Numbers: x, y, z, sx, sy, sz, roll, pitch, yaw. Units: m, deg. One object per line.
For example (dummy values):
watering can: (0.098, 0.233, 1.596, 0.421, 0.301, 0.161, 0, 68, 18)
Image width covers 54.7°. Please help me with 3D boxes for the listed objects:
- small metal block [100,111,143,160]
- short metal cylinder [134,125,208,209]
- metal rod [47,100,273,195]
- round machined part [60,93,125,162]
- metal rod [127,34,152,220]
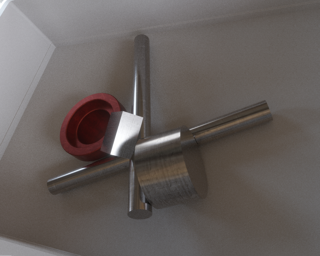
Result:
small metal block: (-0.047, 0.008, 0.369, 0.050, 0.025, 0.050, 2, 76, 66)
short metal cylinder: (0.014, 0.042, 0.334, 0.050, 0.080, 0.080, -18, 55, 18)
metal rod: (-0.012, 0.030, 0.390, 0.301, 0.025, 0.025, -20, 54, 15)
round machined part: (-0.087, 0.002, 0.436, 0.098, 0.042, 0.098, -13, 56, 20)
metal rod: (-0.025, -0.027, 0.409, 0.025, 0.025, 0.300, -18, 48, 18)
